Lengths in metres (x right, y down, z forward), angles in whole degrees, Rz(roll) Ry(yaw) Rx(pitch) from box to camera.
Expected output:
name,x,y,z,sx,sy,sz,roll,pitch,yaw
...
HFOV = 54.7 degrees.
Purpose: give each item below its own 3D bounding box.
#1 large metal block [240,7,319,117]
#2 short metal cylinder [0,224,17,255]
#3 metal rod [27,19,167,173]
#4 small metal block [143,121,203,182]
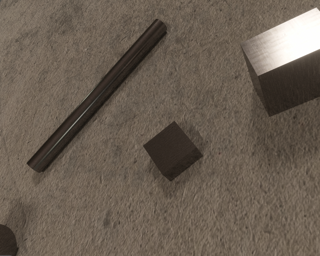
name,x,y,z,sx,sy,sz,roll,pitch,yaw
large metal block,0.142,-0.067,0.335,0.080,0.080,0.050,-24,53,13
short metal cylinder,-0.233,0.158,0.391,0.050,0.080,0.080,1,62,28
metal rod,-0.094,-0.054,0.484,0.025,0.025,0.300,34,80,38
small metal block,0.015,0.028,0.378,0.050,0.025,0.050,-39,51,1
